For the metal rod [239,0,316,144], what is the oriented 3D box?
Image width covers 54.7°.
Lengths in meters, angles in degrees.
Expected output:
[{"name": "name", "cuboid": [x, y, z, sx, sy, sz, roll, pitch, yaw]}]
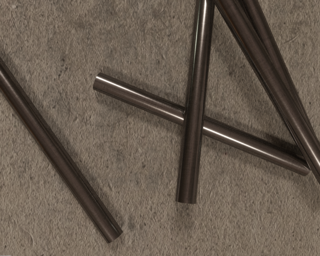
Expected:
[{"name": "metal rod", "cuboid": [0.139, -0.115, 0.411, 0.025, 0.025, 0.299, -23, 90, 0]}]

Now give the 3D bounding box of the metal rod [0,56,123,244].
[{"name": "metal rod", "cuboid": [-0.145, 0.022, 0.408, 0.025, 0.025, 0.299, -35, 90, 0]}]

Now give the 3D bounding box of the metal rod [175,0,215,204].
[{"name": "metal rod", "cuboid": [0.047, -0.058, 0.390, 0.025, 0.025, 0.298, 7, 82, -1]}]

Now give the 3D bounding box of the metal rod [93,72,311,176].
[{"name": "metal rod", "cuboid": [0.056, -0.005, 0.410, 0.301, 0.025, 0.025, 22, 90, -1]}]

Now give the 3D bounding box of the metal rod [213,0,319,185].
[{"name": "metal rod", "cuboid": [0.141, -0.056, 0.386, 0.025, 0.025, 0.299, -31, 91, 0]}]
